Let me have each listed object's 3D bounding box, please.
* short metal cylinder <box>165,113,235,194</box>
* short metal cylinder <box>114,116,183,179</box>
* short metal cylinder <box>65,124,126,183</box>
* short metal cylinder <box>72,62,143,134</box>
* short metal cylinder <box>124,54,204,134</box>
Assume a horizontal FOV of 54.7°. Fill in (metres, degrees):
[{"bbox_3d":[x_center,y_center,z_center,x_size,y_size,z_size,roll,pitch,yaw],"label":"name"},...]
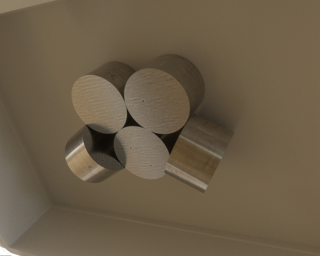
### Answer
[{"bbox_3d":[0.047,0.029,0.364,0.050,0.080,0.079,26,128,12],"label":"short metal cylinder"},{"bbox_3d":[-0.013,0.021,0.410,0.080,0.050,0.079,13,124,21],"label":"short metal cylinder"},{"bbox_3d":[-0.084,0.031,0.435,0.050,0.080,0.080,-34,99,38],"label":"short metal cylinder"},{"bbox_3d":[-0.065,-0.039,0.401,0.080,0.050,0.079,13,124,21],"label":"short metal cylinder"},{"bbox_3d":[0.006,-0.040,0.363,0.080,0.050,0.079,13,124,21],"label":"short metal cylinder"}]
